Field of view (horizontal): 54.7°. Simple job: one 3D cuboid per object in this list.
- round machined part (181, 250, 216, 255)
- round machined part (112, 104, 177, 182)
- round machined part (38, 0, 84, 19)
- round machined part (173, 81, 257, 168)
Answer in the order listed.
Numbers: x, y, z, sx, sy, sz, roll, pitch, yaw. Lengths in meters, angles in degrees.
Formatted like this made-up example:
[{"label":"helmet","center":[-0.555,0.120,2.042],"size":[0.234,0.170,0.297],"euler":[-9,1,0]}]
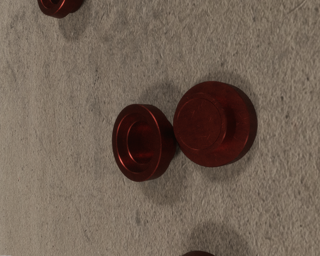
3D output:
[{"label":"round machined part","center":[0.053,0.188,0.349],"size":[0.098,0.042,0.097],"euler":[0,90,39]},{"label":"round machined part","center":[-0.017,0.018,0.401],"size":[0.098,0.042,0.097],"euler":[2,93,47]},{"label":"round machined part","center":[-0.164,-0.235,0.526],"size":[0.098,0.042,0.097],"euler":[0,90,39]},{"label":"round machined part","center":[0.054,-0.004,0.348],"size":[0.098,0.042,0.097],"euler":[0,90,39]}]
